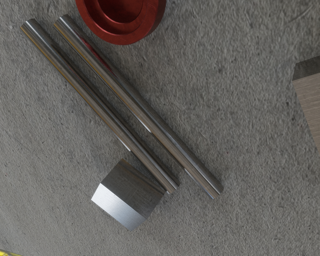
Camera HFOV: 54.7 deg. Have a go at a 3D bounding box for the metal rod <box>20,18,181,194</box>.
[{"bbox_3d":[-0.078,-0.025,0.430,0.300,0.025,0.025,49,128,-7],"label":"metal rod"}]

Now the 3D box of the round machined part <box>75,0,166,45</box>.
[{"bbox_3d":[-0.038,-0.141,0.327,0.098,0.042,0.097,13,124,20],"label":"round machined part"}]

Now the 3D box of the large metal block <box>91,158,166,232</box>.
[{"bbox_3d":[-0.050,0.103,0.466,0.080,0.050,0.080,38,144,2],"label":"large metal block"}]

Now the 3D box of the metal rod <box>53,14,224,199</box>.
[{"bbox_3d":[-0.023,-0.023,0.403,0.300,0.025,0.025,48,129,-6],"label":"metal rod"}]

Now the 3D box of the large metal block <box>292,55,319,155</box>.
[{"bbox_3d":[0.176,-0.029,0.280,0.080,0.050,0.080,-16,110,34],"label":"large metal block"}]
